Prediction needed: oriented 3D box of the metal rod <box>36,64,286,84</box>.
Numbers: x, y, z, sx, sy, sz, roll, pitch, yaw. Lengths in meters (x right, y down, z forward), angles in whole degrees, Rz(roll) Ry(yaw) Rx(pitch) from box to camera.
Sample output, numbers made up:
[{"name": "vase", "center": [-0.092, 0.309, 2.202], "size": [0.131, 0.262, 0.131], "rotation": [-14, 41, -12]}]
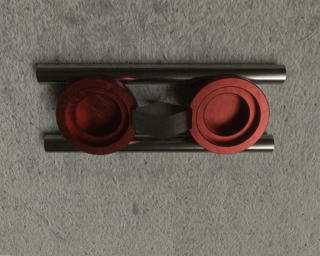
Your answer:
[{"name": "metal rod", "center": [0.002, -0.067, 0.386], "size": [0.302, 0.025, 0.025], "rotation": [0, 110, -1]}]

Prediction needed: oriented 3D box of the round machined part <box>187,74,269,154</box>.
[{"name": "round machined part", "center": [0.082, -0.020, 0.390], "size": [0.099, 0.042, 0.097], "rotation": [0, 110, 0]}]

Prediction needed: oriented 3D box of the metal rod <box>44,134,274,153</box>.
[{"name": "metal rod", "center": [-0.001, 0.021, 0.418], "size": [0.302, 0.025, 0.025], "rotation": [0, 110, -1]}]

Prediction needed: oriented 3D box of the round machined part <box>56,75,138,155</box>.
[{"name": "round machined part", "center": [-0.075, -0.019, 0.390], "size": [0.099, 0.042, 0.097], "rotation": [0, 110, 0]}]

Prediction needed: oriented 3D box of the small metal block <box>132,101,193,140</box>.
[{"name": "small metal block", "center": [0.003, -0.011, 0.366], "size": [0.050, 0.050, 0.025], "rotation": [17, 116, 40]}]
